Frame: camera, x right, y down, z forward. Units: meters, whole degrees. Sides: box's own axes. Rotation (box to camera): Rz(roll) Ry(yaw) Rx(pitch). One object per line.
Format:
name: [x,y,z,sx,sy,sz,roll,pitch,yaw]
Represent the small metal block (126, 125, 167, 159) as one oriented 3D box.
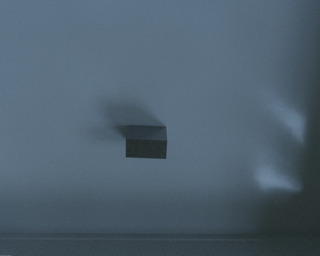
small metal block: [-0.017,0.017,0.404,0.050,0.050,0.025,2,110,-1]
